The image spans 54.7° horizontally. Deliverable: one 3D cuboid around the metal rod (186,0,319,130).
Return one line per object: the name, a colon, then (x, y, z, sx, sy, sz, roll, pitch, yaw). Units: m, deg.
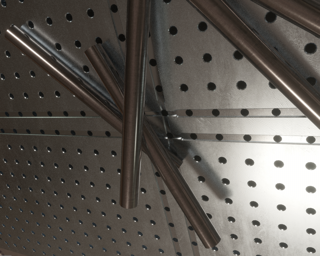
metal rod: (0.074, -0.095, 0.300, 0.300, 0.025, 0.025, 42, 129, -6)

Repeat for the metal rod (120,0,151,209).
metal rod: (-0.030, -0.039, 0.362, 0.025, 0.025, 0.298, 13, 112, 21)

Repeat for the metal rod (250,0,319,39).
metal rod: (0.160, -0.084, 0.274, 0.301, 0.025, 0.025, 32, 128, 6)

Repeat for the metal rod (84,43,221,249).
metal rod: (-0.007, 0.026, 0.404, 0.025, 0.025, 0.299, -28, 96, 37)

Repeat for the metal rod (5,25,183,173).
metal rod: (-0.092, -0.039, 0.433, 0.300, 0.025, 0.025, 39, 129, 1)
